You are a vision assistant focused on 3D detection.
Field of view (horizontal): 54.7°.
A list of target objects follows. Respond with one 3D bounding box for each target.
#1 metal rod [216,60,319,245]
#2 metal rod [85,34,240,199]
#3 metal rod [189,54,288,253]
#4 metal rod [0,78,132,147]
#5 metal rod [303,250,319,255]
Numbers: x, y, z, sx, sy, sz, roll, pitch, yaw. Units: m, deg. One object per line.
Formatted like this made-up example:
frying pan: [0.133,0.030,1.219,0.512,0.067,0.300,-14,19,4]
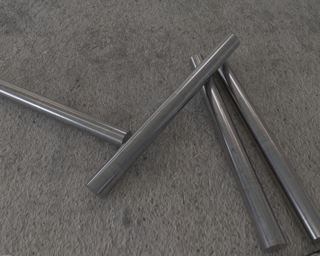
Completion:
metal rod: [0.126,0.000,0.403,0.025,0.025,0.300,-11,51,-9]
metal rod: [0.018,-0.031,0.406,0.025,0.025,0.301,31,63,23]
metal rod: [0.086,0.005,0.398,0.025,0.025,0.300,-8,50,-7]
metal rod: [-0.176,-0.037,0.432,0.301,0.025,0.025,21,53,17]
metal rod: [0.123,0.138,0.287,0.302,0.025,0.025,-14,52,-12]
